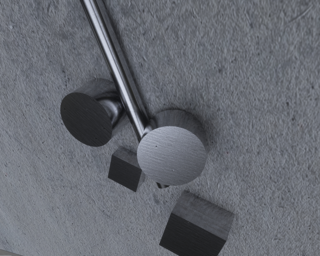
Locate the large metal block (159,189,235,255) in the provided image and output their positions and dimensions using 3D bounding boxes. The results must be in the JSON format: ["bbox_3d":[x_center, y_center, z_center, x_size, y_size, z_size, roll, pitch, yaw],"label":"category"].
[{"bbox_3d":[0.053,0.150,0.454,0.080,0.050,0.079,25,127,12],"label":"large metal block"}]

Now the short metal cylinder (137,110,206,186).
[{"bbox_3d":[0.016,0.023,0.381,0.080,0.050,0.079,3,115,6],"label":"short metal cylinder"}]

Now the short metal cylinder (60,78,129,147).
[{"bbox_3d":[-0.086,-0.021,0.421,0.080,0.050,0.079,13,124,20],"label":"short metal cylinder"}]

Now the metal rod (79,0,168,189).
[{"bbox_3d":[-0.042,-0.049,0.396,0.025,0.025,0.298,-7,115,31],"label":"metal rod"}]

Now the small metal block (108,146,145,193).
[{"bbox_3d":[-0.048,0.062,0.469,0.050,0.025,0.050,25,127,12],"label":"small metal block"}]
